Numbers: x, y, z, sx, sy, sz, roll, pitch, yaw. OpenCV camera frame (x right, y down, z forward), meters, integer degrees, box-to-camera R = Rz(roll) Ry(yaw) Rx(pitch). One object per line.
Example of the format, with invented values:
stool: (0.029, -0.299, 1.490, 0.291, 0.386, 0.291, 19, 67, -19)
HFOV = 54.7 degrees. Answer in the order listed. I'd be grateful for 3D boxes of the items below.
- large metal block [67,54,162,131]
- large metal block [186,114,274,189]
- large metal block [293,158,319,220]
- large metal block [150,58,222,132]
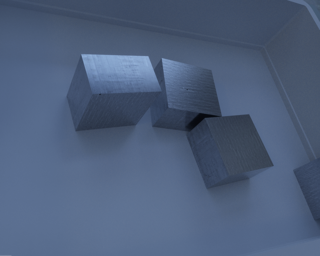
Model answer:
large metal block: (-0.057, -0.040, 0.365, 0.081, 0.080, 0.050, -6, 65, -31)
large metal block: (0.094, 0.030, 0.424, 0.081, 0.050, 0.080, -6, 65, -31)
large metal block: (0.262, 0.085, 0.463, 0.050, 0.080, 0.080, 0, 62, -29)
large metal block: (0.032, -0.043, 0.435, 0.081, 0.050, 0.080, 8, 58, -25)
